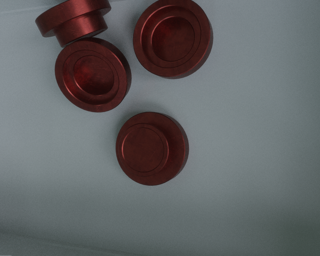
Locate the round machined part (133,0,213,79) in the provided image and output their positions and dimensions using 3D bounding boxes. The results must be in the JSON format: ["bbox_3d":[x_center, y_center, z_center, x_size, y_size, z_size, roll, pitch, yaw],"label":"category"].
[{"bbox_3d":[0.019,-0.111,0.394,0.098,0.042,0.097,0,90,19],"label":"round machined part"}]

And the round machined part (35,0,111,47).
[{"bbox_3d":[-0.109,-0.140,0.413,0.098,0.098,0.042,-18,106,18],"label":"round machined part"}]

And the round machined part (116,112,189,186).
[{"bbox_3d":[-0.015,0.027,0.406,0.098,0.042,0.097,0,90,19],"label":"round machined part"}]

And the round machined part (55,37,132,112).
[{"bbox_3d":[-0.085,-0.073,0.416,0.098,0.042,0.097,5,121,10],"label":"round machined part"}]
